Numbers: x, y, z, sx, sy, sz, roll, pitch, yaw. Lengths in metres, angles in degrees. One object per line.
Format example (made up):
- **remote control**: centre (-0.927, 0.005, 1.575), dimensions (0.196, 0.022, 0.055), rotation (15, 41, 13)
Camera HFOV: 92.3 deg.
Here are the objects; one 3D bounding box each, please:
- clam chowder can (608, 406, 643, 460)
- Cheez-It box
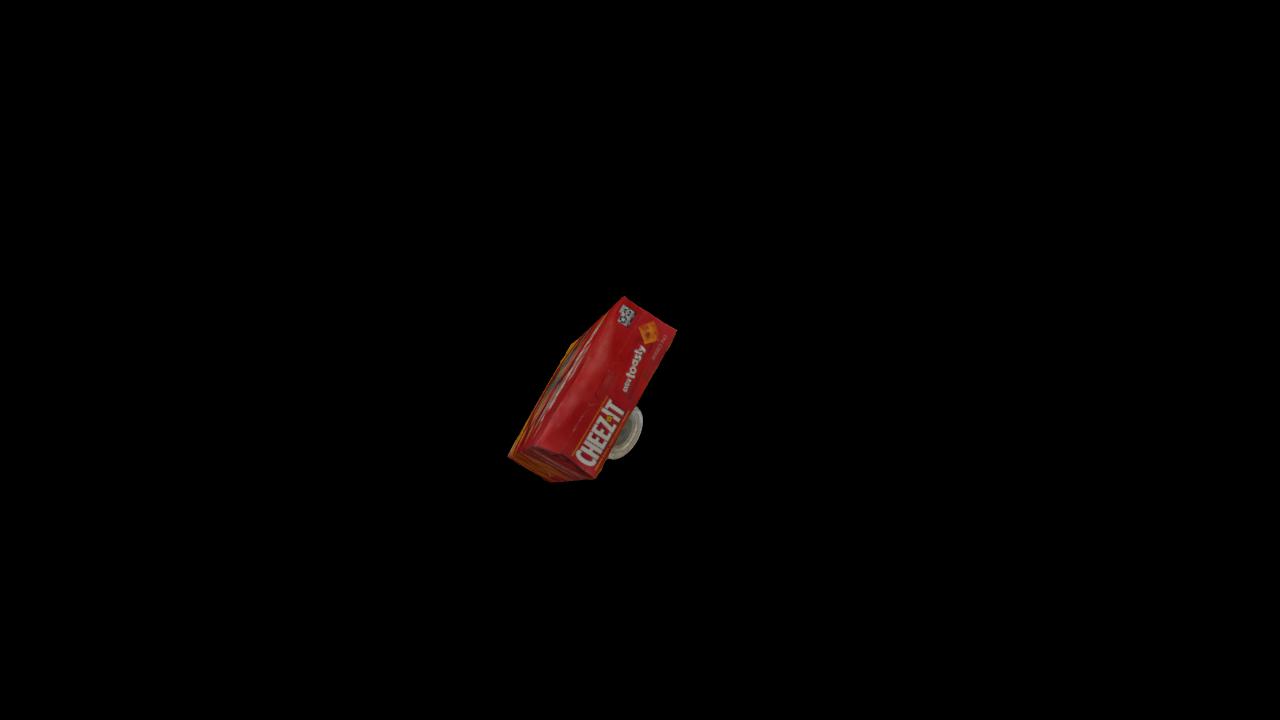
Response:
- **clam chowder can**: centre (-0.055, 0.063, 0.701), dimensions (0.102, 0.068, 0.068), rotation (25, 15, 36)
- **Cheez-It box**: centre (-0.060, 0.041, 0.651), dimensions (0.071, 0.166, 0.223), rotation (32, -20, -10)
